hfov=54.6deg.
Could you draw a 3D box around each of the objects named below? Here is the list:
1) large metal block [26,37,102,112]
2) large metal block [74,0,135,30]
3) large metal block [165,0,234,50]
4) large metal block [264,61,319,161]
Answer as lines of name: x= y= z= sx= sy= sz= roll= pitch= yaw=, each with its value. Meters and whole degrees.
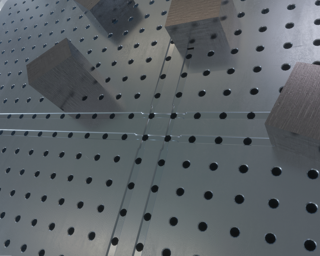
large metal block: x=-0.156 y=-0.085 z=0.509 sx=0.080 sy=0.080 sz=0.050 roll=-32 pitch=52 yaw=8
large metal block: x=-0.111 y=-0.249 z=0.605 sx=0.080 sy=0.050 sz=0.080 roll=-45 pitch=51 yaw=-3
large metal block: x=0.061 y=-0.170 z=0.466 sx=0.080 sy=0.050 sz=0.080 roll=-1 pitch=61 yaw=28
large metal block: x=0.165 y=-0.014 z=0.314 sx=0.080 sy=0.050 sz=0.080 roll=21 pitch=73 yaw=36
